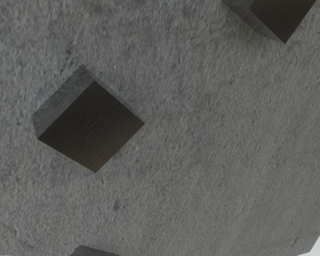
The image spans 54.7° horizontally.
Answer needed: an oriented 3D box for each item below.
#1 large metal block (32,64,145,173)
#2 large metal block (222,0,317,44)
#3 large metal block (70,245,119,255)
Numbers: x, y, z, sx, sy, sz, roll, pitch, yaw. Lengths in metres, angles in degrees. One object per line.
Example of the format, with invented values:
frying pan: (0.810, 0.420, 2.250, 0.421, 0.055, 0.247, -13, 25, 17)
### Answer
large metal block: (-0.078, -0.009, 0.343, 0.080, 0.050, 0.080, -45, 130, 3)
large metal block: (0.135, -0.160, 0.368, 0.080, 0.050, 0.080, 24, 106, -37)
large metal block: (-0.111, 0.236, 0.478, 0.080, 0.050, 0.080, -49, 129, 6)
